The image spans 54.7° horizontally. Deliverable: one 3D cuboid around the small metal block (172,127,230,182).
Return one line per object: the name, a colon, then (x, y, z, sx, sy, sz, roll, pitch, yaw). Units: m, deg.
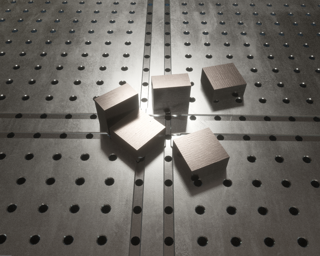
small metal block: (0.049, 0.032, 0.382, 0.050, 0.025, 0.050, -18, 53, -15)

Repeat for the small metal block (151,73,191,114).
small metal block: (0.015, -0.047, 0.431, 0.050, 0.050, 0.025, -5, 51, -5)

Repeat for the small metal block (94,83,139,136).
small metal block: (-0.055, -0.025, 0.411, 0.050, 0.050, 0.025, -31, 57, -23)

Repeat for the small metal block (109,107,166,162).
small metal block: (-0.028, 0.007, 0.401, 0.050, 0.025, 0.050, 36, 58, 26)

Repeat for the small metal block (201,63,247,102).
small metal block: (0.095, -0.070, 0.468, 0.050, 0.025, 0.050, -11, 51, -10)
